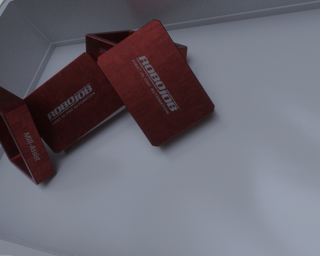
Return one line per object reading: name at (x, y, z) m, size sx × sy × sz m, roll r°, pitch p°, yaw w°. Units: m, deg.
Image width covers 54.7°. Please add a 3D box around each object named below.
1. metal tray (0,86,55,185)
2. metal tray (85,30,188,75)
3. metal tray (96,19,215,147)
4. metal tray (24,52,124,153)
metal tray at (-0.202, 0.010, 0.436) m, size 0.090 × 0.129 × 0.030 m, roll 24°, pitch 46°, yaw 36°
metal tray at (-0.036, -0.114, 0.456) m, size 0.091 × 0.030 × 0.130 m, roll -22°, pitch 38°, yaw -41°
metal tray at (-0.004, -0.054, 0.384) m, size 0.090 × 0.030 × 0.130 m, roll -33°, pitch 95°, yaw 6°
metal tray at (-0.125, -0.036, 0.448) m, size 0.130 × 0.090 × 0.030 m, roll -36°, pitch 11°, yaw 6°
